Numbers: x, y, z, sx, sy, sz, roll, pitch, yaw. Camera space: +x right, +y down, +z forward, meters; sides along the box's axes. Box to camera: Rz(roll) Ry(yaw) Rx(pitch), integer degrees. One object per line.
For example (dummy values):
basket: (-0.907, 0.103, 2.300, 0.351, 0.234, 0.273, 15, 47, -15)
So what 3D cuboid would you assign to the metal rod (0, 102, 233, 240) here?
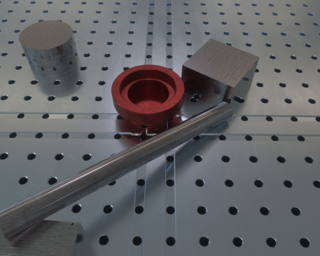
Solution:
metal rod: (-0.023, 0.030, 0.347, 0.302, 0.025, 0.025, -25, 54, -33)

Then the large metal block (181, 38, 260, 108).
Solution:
large metal block: (0.087, -0.079, 0.459, 0.080, 0.050, 0.080, 29, 56, 22)

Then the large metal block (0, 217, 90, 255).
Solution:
large metal block: (-0.117, 0.131, 0.280, 0.080, 0.050, 0.080, 4, 50, 3)

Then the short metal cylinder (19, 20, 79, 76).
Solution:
short metal cylinder: (-0.176, -0.129, 0.499, 0.081, 0.050, 0.080, 0, 50, 0)

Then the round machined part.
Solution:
round machined part: (-0.016, -0.041, 0.431, 0.099, 0.042, 0.098, 0, 50, 0)
